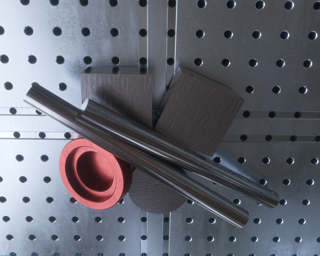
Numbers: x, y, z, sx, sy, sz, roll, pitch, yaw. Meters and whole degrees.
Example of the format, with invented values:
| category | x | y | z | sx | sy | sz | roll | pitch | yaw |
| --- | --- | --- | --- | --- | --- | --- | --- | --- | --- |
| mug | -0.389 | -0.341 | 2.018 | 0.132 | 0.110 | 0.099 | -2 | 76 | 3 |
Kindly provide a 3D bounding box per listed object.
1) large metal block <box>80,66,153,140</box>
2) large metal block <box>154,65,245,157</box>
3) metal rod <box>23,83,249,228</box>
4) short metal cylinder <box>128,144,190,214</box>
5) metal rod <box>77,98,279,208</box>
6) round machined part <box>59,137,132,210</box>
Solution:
| category | x | y | z | sx | sy | sz | roll | pitch | yaw |
| --- | --- | --- | --- | --- | --- | --- | --- | --- | --- |
| large metal block | -0.049 | -0.031 | 0.381 | 0.081 | 0.050 | 0.079 | 1 | 110 | -1 |
| large metal block | 0.044 | -0.022 | 0.387 | 0.080 | 0.050 | 0.080 | 23 | 108 | -9 |
| metal rod | -0.017 | 0.040 | 0.369 | 0.301 | 0.025 | 0.025 | 32 | 107 | -13 |
| short metal cylinder | -0.001 | 0.068 | 0.420 | 0.081 | 0.050 | 0.079 | 0 | 110 | 0 |
| metal rod | 0.041 | 0.042 | 0.385 | 0.301 | 0.025 | 0.025 | 27 | 108 | -25 |
| round machined part | -0.080 | 0.053 | 0.407 | 0.098 | 0.042 | 0.097 | 7 | 108 | 22 |
